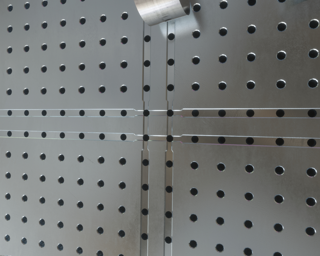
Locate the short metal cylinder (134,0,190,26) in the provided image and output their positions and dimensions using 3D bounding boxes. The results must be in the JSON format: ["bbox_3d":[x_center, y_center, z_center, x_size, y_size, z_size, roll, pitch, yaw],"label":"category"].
[{"bbox_3d":[0.001,-0.173,0.383,0.050,0.080,0.080,-10,87,20],"label":"short metal cylinder"}]
